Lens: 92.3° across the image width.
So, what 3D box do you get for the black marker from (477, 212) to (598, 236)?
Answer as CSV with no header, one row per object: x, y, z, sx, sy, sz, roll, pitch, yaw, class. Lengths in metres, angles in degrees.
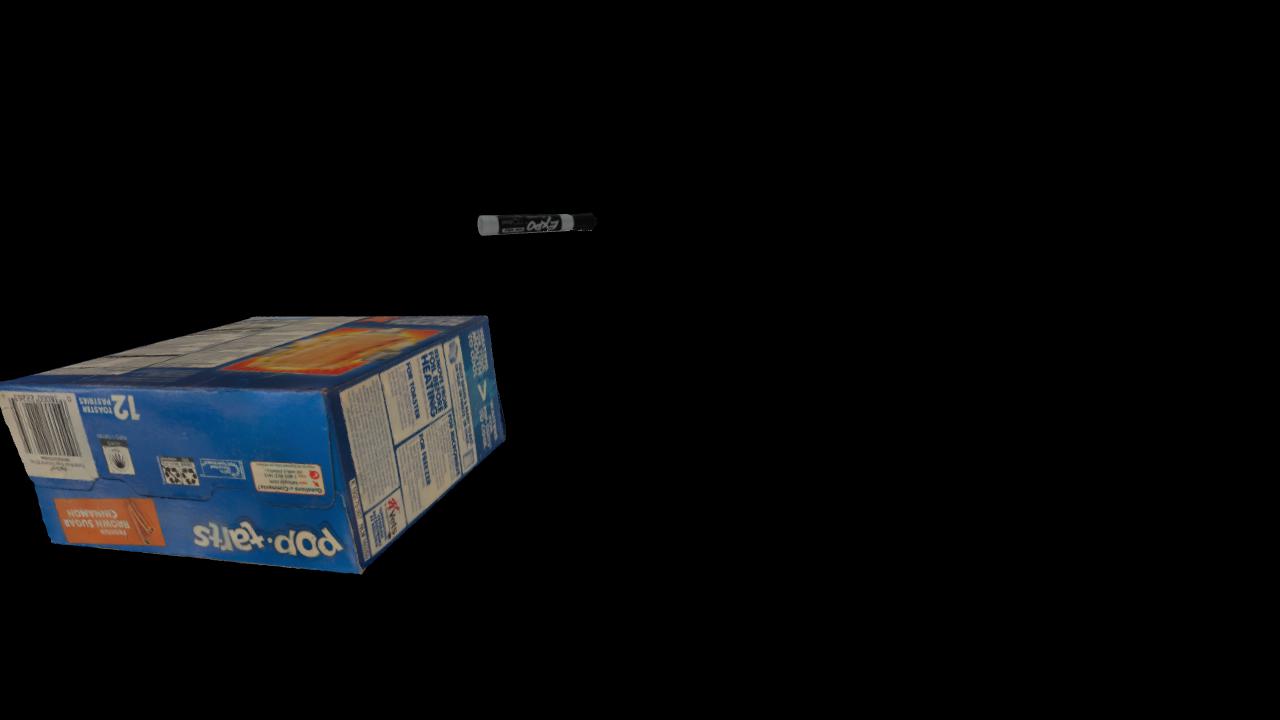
-0.097,-0.133,0.602,0.121,0.020,0.020,-10,5,-30,black marker

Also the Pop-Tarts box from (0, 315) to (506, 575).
-0.179,0.030,0.319,0.167,0.083,0.141,1,16,12,Pop-Tarts box
